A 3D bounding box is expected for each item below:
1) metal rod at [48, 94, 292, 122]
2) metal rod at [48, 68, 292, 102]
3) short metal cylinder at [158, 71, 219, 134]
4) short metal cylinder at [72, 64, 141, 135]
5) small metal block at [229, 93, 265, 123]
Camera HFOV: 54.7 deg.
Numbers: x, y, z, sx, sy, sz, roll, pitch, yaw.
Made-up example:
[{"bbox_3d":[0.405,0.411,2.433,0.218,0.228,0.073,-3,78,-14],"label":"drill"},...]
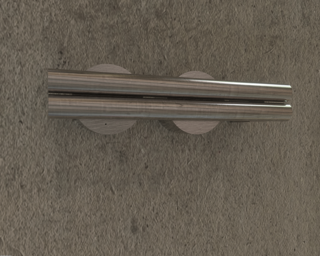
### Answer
[{"bbox_3d":[0.028,-0.022,0.367,0.302,0.025,0.025,0,90,-20],"label":"metal rod"},{"bbox_3d":[0.028,-0.048,0.367,0.302,0.025,0.025,0,90,-20],"label":"metal rod"},{"bbox_3d":[0.038,-0.032,0.412,0.081,0.050,0.080,0,90,-20],"label":"short metal cylinder"},{"bbox_3d":[-0.066,-0.033,0.372,0.081,0.050,0.080,0,90,-20],"label":"short metal cylinder"},{"bbox_3d":[0.123,-0.033,0.444,0.025,0.050,0.050,-2,90,-20],"label":"small metal block"}]
